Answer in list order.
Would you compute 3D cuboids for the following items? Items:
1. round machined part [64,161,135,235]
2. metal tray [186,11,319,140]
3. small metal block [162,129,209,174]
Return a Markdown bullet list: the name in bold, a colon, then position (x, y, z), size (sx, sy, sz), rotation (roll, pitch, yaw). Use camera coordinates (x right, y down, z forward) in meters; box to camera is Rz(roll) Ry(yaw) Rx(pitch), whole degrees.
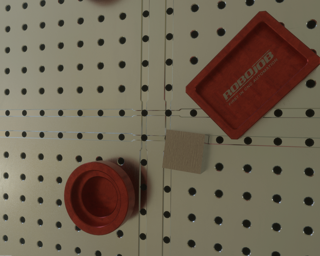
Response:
- **round machined part**: position (-0.079, 0.093, 0.430), size (0.098, 0.042, 0.097), rotation (0, 90, 19)
- **metal tray**: position (0.107, -0.060, 0.371), size (0.130, 0.030, 0.090), rotation (-45, 76, 14)
- **small metal block**: position (0.033, 0.029, 0.400), size (0.050, 0.025, 0.050), rotation (7, 92, 19)
